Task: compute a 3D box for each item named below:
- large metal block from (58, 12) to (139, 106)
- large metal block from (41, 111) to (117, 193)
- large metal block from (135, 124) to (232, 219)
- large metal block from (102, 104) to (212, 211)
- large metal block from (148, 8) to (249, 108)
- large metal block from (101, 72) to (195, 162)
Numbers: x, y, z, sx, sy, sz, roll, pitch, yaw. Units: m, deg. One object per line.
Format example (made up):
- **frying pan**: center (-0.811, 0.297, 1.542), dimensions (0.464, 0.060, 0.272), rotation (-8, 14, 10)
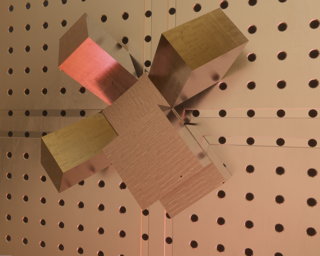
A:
- **large metal block**: center (-0.079, -0.088, 0.395), dimensions (0.050, 0.080, 0.080), rotation (-40, 38, 16)
- **large metal block**: center (-0.105, 0.033, 0.405), dimensions (0.050, 0.081, 0.080), rotation (54, 148, 13)
- **large metal block**: center (0.030, 0.052, 0.388), dimensions (0.080, 0.050, 0.080), rotation (-38, 77, 15)
- **large metal block**: center (-0.002, 0.031, 0.346), dimensions (0.080, 0.050, 0.080), rotation (-39, 79, 15)
- **large metal block**: center (0.040, -0.077, 0.353), dimensions (0.080, 0.080, 0.050), rotation (-31, 77, -23)
- **large metal block**: center (-0.015, -0.013, 0.405), dimensions (0.080, 0.050, 0.080), rotation (-40, 78, 15)
